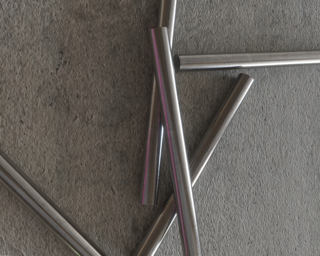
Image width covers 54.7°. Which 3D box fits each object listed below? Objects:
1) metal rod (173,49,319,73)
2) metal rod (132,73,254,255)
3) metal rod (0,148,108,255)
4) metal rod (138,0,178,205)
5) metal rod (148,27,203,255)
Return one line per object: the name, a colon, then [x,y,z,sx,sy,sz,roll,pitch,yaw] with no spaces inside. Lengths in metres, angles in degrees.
metal rod: [0.163,-0.104,0.468,0.303,0.025,0.025,-7,93,-20]
metal rod: [0.049,0.052,0.426,0.025,0.025,0.300,35,79,-17]
metal rod: [-0.098,0.138,0.372,0.025,0.025,0.300,-43,104,-15]
metal rod: [-0.001,-0.051,0.408,0.025,0.025,0.298,7,88,-20]
metal rod: [0.021,0.027,0.388,0.025,0.025,0.298,-10,94,-20]
